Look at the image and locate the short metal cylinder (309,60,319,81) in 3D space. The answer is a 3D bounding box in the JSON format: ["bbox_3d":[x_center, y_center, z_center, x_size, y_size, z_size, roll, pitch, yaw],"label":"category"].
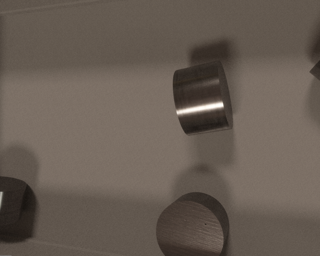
[{"bbox_3d":[0.201,-0.071,0.311,0.050,0.080,0.080,46,104,14],"label":"short metal cylinder"}]

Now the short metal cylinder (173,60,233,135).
[{"bbox_3d":[0.052,-0.034,0.362,0.050,0.080,0.080,-10,87,19],"label":"short metal cylinder"}]

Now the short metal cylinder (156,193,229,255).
[{"bbox_3d":[0.042,0.124,0.382,0.080,0.050,0.079,0,90,19],"label":"short metal cylinder"}]

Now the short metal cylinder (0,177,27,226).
[{"bbox_3d":[-0.248,0.108,0.467,0.080,0.080,0.050,11,94,19],"label":"short metal cylinder"}]
